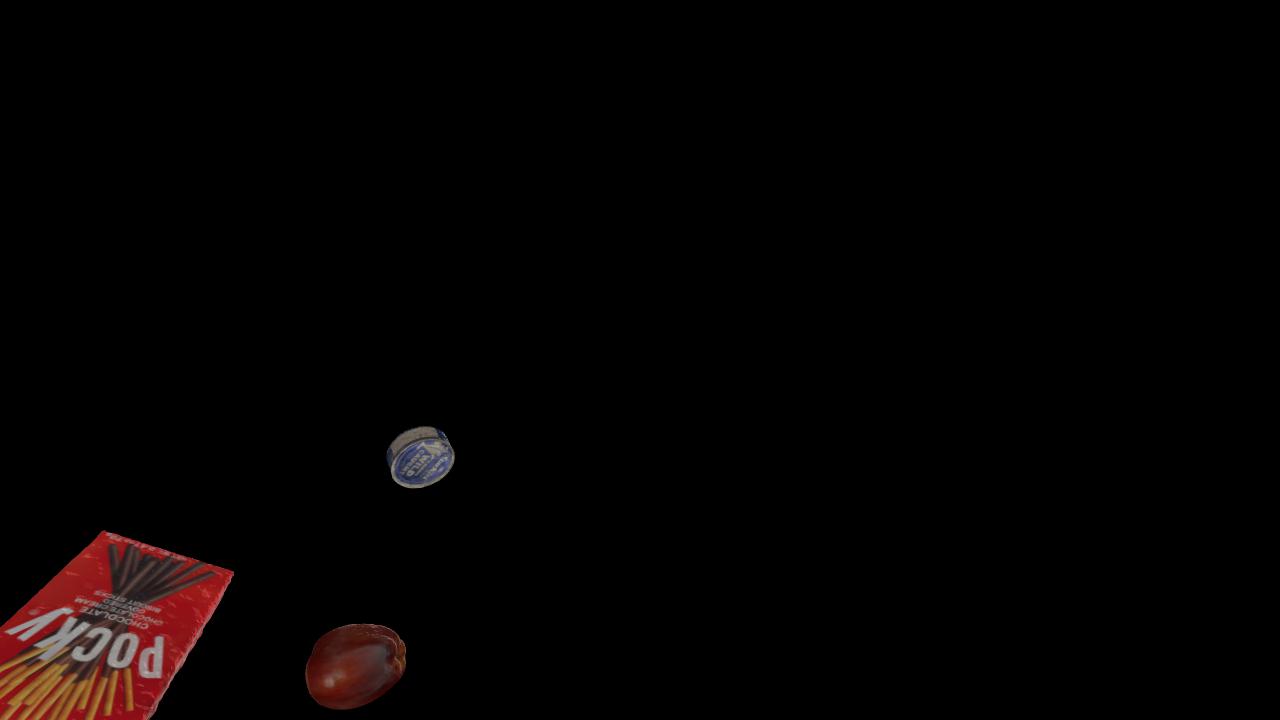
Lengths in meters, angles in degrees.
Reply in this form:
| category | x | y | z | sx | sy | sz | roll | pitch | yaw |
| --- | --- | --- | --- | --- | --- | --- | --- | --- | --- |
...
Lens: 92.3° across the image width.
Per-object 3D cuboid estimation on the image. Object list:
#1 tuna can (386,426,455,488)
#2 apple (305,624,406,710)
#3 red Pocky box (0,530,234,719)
| category | x | y | z | sx | sy | sz | roll | pitch | yaw |
| --- | --- | --- | --- | --- | --- | --- | --- | --- | --- |
| tuna can | -0.298 | 0.132 | 0.836 | 0.084 | 0.084 | 0.034 | 0 | 31 | -37 |
| apple | -0.282 | 0.304 | 0.610 | 0.093 | 0.079 | 0.079 | -13 | 1 | -5 |
| red Pocky box | -0.295 | 0.156 | 0.337 | 0.083 | 0.028 | 0.155 | 29 | 7 | -21 |
